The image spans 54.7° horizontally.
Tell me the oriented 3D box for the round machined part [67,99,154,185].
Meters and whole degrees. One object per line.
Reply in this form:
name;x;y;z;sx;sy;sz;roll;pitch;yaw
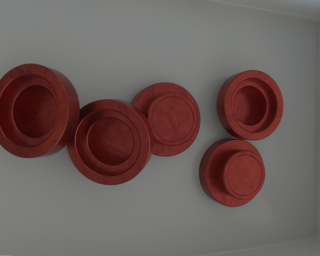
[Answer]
round machined part;-0.055;0.014;0.366;0.098;0.042;0.097;1;97;10

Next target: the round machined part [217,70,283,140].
round machined part;0.124;-0.032;0.447;0.099;0.042;0.097;0;90;-20

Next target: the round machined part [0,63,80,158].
round machined part;-0.130;-0.017;0.337;0.098;0.042;0.097;0;88;17

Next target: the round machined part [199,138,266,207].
round machined part;0.109;0.064;0.442;0.099;0.042;0.097;0;90;-20

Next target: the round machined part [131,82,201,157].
round machined part;0.009;-0.011;0.405;0.099;0.042;0.097;0;90;-20
